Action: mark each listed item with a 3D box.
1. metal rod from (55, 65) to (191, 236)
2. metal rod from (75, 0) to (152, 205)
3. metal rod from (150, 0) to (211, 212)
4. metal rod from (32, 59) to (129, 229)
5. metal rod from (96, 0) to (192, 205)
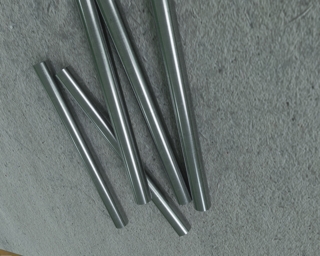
[{"bbox_3d":[-0.047,0.040,0.454,0.025,0.025,0.299,-27,104,37],"label":"metal rod"},{"bbox_3d":[-0.057,-0.033,0.397,0.025,0.025,0.298,-2,112,29],"label":"metal rod"},{"bbox_3d":[0.029,-0.020,0.377,0.025,0.025,0.298,1,119,27],"label":"metal rod"},{"bbox_3d":[-0.117,0.038,0.489,0.025,0.025,0.298,-8,115,31],"label":"metal rod"},{"bbox_3d":[-0.013,-0.026,0.396,0.025,0.025,0.298,-8,115,31],"label":"metal rod"}]
